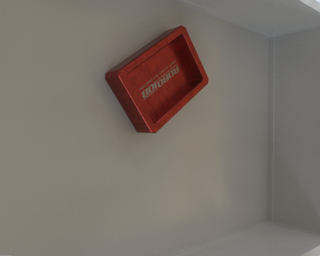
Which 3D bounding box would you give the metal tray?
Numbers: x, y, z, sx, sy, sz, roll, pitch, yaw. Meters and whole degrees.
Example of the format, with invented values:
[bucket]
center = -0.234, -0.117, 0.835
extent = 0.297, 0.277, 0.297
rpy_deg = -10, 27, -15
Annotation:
[metal tray]
center = 0.002, -0.065, 0.406
extent = 0.131, 0.030, 0.090
rpy_deg = -44, 117, -31
